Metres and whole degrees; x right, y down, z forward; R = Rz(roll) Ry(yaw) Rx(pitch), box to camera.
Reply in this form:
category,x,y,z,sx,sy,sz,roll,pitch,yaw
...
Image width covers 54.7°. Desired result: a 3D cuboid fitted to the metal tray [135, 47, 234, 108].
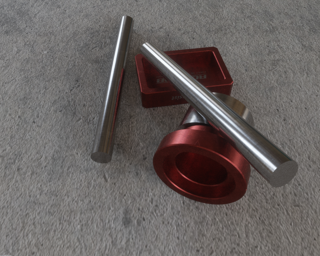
category,x,y,z,sx,sy,sz,roll,pitch,yaw
metal tray,0.033,-0.078,0.465,0.131,0.030,0.090,-7,50,-6

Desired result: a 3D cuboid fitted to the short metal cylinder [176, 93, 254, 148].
category,x,y,z,sx,sy,sz,roll,pitch,yaw
short metal cylinder,0.063,0.005,0.364,0.080,0.080,0.050,20,53,15

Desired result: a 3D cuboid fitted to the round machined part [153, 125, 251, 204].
category,x,y,z,sx,sy,sz,roll,pitch,yaw
round machined part,0.046,0.035,0.327,0.098,0.097,0.042,17,51,13

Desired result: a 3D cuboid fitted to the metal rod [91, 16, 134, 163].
category,x,y,z,sx,sy,sz,roll,pitch,yaw
metal rod,-0.065,-0.079,0.468,0.025,0.025,0.300,2,50,1

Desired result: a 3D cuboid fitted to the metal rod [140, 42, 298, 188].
category,x,y,z,sx,sy,sz,roll,pitch,yaw
metal rod,0.037,-0.041,0.346,0.025,0.025,0.300,-17,36,-14
